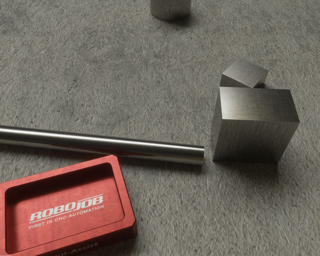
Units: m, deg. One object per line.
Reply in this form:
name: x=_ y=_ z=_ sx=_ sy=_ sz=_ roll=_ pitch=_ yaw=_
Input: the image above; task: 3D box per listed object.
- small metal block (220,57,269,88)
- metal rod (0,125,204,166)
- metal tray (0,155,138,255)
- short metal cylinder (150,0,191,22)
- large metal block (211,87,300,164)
small metal block: x=0.127 y=-0.075 z=0.468 sx=0.050 sy=0.025 sz=0.050 roll=32 pitch=57 yaw=24
metal rod: x=-0.097 y=0.019 z=0.385 sx=0.302 sy=0.025 sz=0.025 roll=6 pitch=50 yaw=4
metal tray: x=-0.098 y=0.086 z=0.326 sx=0.131 sy=0.030 sz=0.090 roll=-14 pitch=52 yaw=-12
short metal cylinder: x=0.021 y=-0.250 z=0.597 sx=0.081 sy=0.050 sz=0.080 roll=0 pitch=50 yaw=0
large metal block: x=0.107 y=-0.001 z=0.370 sx=0.080 sy=0.080 sz=0.050 roll=3 pitch=50 yaw=2
